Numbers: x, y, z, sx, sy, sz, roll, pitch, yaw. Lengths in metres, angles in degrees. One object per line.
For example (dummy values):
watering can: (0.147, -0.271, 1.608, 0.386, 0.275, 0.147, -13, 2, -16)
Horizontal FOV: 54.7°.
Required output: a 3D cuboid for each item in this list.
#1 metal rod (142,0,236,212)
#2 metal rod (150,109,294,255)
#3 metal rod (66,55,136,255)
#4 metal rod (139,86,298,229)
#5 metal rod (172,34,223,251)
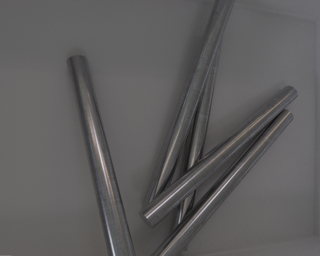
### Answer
metal rod: (0.038, -0.033, 0.410, 0.025, 0.025, 0.299, 20, 89, -19)
metal rod: (0.094, 0.074, 0.426, 0.301, 0.025, 0.025, -43, 104, -22)
metal rod: (-0.058, 0.053, 0.324, 0.025, 0.025, 0.299, -10, 69, -20)
metal rod: (0.094, 0.026, 0.424, 0.302, 0.025, 0.025, -36, 102, -24)
metal rod: (0.051, 0.015, 0.429, 0.025, 0.025, 0.298, 11, 86, -20)
